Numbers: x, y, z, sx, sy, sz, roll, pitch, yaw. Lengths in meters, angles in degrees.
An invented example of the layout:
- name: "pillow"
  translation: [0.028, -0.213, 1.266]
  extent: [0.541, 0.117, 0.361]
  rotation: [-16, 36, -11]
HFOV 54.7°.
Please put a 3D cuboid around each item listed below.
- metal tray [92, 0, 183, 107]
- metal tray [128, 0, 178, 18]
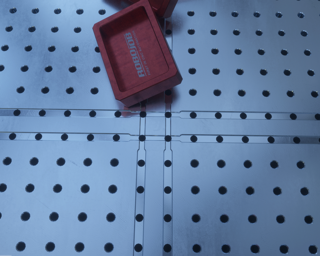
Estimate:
- name: "metal tray"
  translation: [-0.033, -0.105, 0.433]
  extent: [0.090, 0.030, 0.130]
  rotation: [-23, 71, 10]
- name: "metal tray"
  translation: [-0.026, -0.236, 0.466]
  extent: [0.130, 0.030, 0.089]
  rotation: [34, 118, 11]
